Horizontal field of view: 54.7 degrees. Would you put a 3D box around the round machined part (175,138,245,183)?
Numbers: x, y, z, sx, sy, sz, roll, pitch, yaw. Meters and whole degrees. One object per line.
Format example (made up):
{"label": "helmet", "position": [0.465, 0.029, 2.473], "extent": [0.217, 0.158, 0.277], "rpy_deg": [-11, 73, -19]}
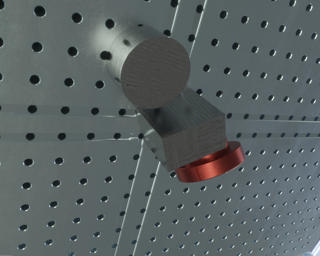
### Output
{"label": "round machined part", "position": [0.064, 0.036, 0.432], "extent": [0.099, 0.098, 0.042], "rpy_deg": [-22, 95, -15]}

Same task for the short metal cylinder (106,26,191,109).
{"label": "short metal cylinder", "position": [-0.013, -0.068, 0.346], "extent": [0.081, 0.050, 0.079], "rpy_deg": [-14, 124, -21]}

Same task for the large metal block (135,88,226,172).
{"label": "large metal block", "position": [0.025, -0.001, 0.389], "extent": [0.081, 0.080, 0.050], "rpy_deg": [-21, 126, -16]}
